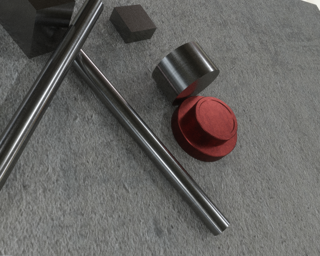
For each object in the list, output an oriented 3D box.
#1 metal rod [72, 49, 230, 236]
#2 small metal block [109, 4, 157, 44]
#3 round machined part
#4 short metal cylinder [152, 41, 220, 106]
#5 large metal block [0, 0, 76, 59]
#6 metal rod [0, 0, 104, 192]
[{"bbox_3d":[-0.023,0.008,0.388,0.300,0.025,0.025,49,51,6],"label":"metal rod"},{"bbox_3d":[-0.042,-0.163,0.482,0.050,0.025,0.050,-24,75,-37],"label":"small metal block"},{"bbox_3d":[0.069,-0.005,0.435,0.099,0.042,0.098,14,56,-21],"label":"round machined part"},{"bbox_3d":[0.036,-0.075,0.435,0.081,0.080,0.050,-27,77,-37],"label":"short metal cylinder"},{"bbox_3d":[-0.155,-0.146,0.374,0.050,0.080,0.080,-35,82,-39],"label":"large metal block"},{"bbox_3d":[-0.127,-0.042,0.340,0.025,0.025,0.300,26,59,-13],"label":"metal rod"}]
